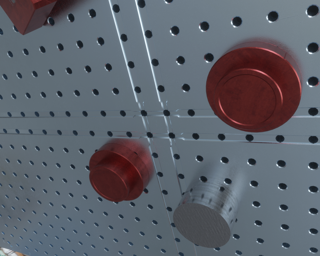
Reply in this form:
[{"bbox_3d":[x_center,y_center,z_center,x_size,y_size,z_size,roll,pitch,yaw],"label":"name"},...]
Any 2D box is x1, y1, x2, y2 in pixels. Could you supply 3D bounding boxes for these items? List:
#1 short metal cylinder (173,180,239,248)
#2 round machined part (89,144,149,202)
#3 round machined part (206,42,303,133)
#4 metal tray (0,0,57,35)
[{"bbox_3d":[0.065,0.120,0.435,0.080,0.050,0.079,13,124,21],"label":"short metal cylinder"},{"bbox_3d":[-0.071,0.077,0.485,0.098,0.042,0.097,13,124,21],"label":"round machined part"},{"bbox_3d":[0.096,-0.037,0.327,0.098,0.042,0.097,13,124,21],"label":"round machined part"},{"bbox_3d":[-0.184,-0.188,0.368,0.090,0.030,0.130,-11,115,57],"label":"metal tray"}]
